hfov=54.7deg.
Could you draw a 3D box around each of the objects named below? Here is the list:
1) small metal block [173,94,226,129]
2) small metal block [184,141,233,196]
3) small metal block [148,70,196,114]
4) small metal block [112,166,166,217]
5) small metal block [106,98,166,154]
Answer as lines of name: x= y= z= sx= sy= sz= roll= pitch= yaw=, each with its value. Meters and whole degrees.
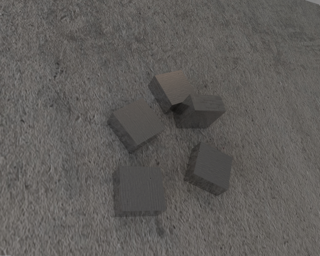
small metal block: x=0.054 y=-0.022 z=0.430 sx=0.050 sy=0.050 sz=0.025 roll=0 pitch=62 yaw=-28
small metal block: x=0.064 y=0.053 z=0.405 sx=0.050 sy=0.025 sz=0.050 roll=27 pitch=52 yaw=-11
small metal block: x=0.019 y=-0.052 z=0.446 sx=0.050 sy=0.025 sz=0.050 roll=-19 pitch=72 yaw=-35
small metal block: x=-0.024 y=0.071 z=0.347 sx=0.050 sy=0.025 sz=0.050 roll=6 pitch=59 yaw=-25
small metal block: x=-0.030 y=-0.003 z=0.390 sx=0.050 sy=0.025 sz=0.050 roll=-31 pitch=79 yaw=-38
